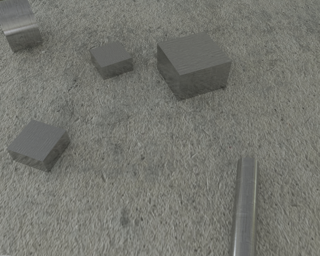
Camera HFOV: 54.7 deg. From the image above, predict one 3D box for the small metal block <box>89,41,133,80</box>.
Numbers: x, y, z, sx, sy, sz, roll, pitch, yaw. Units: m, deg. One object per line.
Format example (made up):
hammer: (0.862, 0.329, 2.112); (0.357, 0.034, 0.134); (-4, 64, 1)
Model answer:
small metal block: (-0.078, -0.108, 0.493); (0.050, 0.025, 0.050); (-23, 54, -19)

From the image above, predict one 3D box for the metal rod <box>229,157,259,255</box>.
metal rod: (0.071, 0.154, 0.274); (0.025, 0.025, 0.300); (10, 51, 8)

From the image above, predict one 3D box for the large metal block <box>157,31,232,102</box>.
large metal block: (0.048, -0.095, 0.467); (0.081, 0.050, 0.080); (-18, 52, -15)

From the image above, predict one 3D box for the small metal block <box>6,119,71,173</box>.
small metal block: (-0.148, 0.021, 0.383); (0.050, 0.025, 0.050); (16, 52, 13)

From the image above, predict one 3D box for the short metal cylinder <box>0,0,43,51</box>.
short metal cylinder: (-0.233, -0.172, 0.509); (0.050, 0.080, 0.080); (-22, 54, -18)
